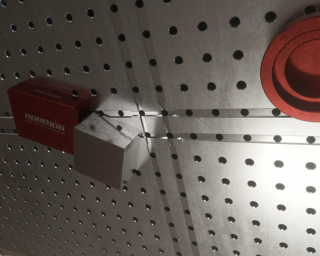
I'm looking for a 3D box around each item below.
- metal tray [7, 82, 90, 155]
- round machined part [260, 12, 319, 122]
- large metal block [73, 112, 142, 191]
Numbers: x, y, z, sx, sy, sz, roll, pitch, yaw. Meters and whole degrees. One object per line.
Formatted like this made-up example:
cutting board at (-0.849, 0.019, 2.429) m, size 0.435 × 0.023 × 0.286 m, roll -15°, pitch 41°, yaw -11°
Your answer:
metal tray at (-0.171, -0.014, 0.487) m, size 0.130 × 0.030 × 0.089 m, roll 16°, pitch 125°, yaw 18°
round machined part at (0.147, -0.058, 0.287) m, size 0.098 × 0.042 × 0.097 m, roll 13°, pitch 124°, yaw 20°
large metal block at (-0.078, 0.033, 0.455) m, size 0.080 × 0.050 × 0.079 m, roll 21°, pitch 126°, yaw 15°
